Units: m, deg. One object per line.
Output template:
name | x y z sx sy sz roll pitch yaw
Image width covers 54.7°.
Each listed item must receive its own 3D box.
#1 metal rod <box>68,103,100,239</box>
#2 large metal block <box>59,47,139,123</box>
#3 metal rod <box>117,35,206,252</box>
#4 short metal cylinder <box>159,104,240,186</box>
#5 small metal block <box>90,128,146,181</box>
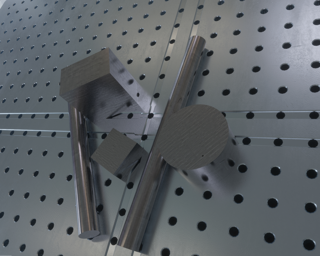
metal rod | -0.121 0.014 0.463 0.025 0.025 0.299 -26 53 12
large metal block | -0.087 -0.059 0.455 0.080 0.080 0.050 -20 54 16
metal rod | 0.010 0.003 0.400 0.025 0.025 0.300 6 64 30
short metal cylinder | 0.045 0.020 0.356 0.080 0.050 0.080 -13 56 21
small metal block | -0.056 0.035 0.416 0.050 0.025 0.050 29 77 37
